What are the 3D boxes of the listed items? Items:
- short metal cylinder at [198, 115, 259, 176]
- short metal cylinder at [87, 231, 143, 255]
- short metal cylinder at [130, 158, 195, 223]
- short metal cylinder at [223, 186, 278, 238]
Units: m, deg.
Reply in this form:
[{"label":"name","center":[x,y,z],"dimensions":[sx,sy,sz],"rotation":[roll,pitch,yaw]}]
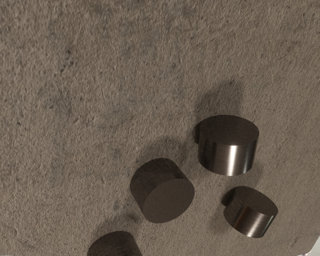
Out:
[{"label":"short metal cylinder","center":[0.095,0.022,0.440],"dimensions":[0.081,0.080,0.050],"rotation":[-14,124,-21]},{"label":"short metal cylinder","center":[-0.068,0.209,0.485],"dimensions":[0.081,0.050,0.079],"rotation":[-14,125,-21]},{"label":"short metal cylinder","center":[0.003,0.091,0.450],"dimensions":[0.081,0.050,0.079],"rotation":[-14,125,-21]},{"label":"short metal cylinder","center":[0.162,0.149,0.555],"dimensions":[0.081,0.080,0.050],"rotation":[8,114,-33]}]
